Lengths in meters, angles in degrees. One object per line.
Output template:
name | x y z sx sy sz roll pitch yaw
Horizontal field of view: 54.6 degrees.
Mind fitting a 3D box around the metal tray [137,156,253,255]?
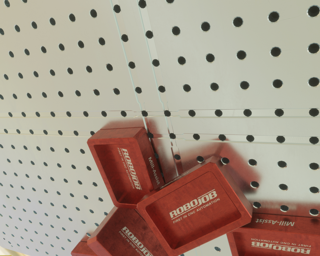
metal tray | 0.045 0.107 0.417 0.130 0.030 0.090 -34 89 21

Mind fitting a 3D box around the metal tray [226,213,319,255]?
metal tray | 0.163 0.163 0.422 0.130 0.030 0.090 -4 117 30

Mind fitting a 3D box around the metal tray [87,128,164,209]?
metal tray | -0.047 0.065 0.473 0.090 0.030 0.129 -4 117 30

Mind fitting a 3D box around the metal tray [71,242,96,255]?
metal tray | -0.124 0.304 0.662 0.090 0.030 0.129 -8 115 31

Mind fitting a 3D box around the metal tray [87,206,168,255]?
metal tray | -0.046 0.199 0.517 0.130 0.090 0.030 48 129 -6
